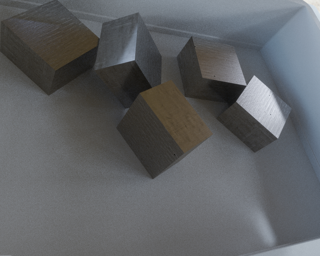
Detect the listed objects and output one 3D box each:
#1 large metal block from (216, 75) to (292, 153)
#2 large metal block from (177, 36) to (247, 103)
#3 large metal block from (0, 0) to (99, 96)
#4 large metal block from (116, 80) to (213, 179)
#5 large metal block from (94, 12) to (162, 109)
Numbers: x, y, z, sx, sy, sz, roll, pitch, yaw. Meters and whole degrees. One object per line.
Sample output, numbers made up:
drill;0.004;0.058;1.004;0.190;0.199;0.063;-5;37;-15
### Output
large metal block;0.148;-0.023;0.486;0.080;0.050;0.080;42;51;0
large metal block;0.080;-0.091;0.490;0.081;0.050;0.080;5;59;-26
large metal block;-0.132;-0.100;0.380;0.080;0.050;0.080;43;51;1
large metal block;0.002;0.003;0.371;0.050;0.080;0.080;-29;78;-38
large metal block;-0.036;-0.084;0.396;0.080;0.050;0.080;55;30;-52
